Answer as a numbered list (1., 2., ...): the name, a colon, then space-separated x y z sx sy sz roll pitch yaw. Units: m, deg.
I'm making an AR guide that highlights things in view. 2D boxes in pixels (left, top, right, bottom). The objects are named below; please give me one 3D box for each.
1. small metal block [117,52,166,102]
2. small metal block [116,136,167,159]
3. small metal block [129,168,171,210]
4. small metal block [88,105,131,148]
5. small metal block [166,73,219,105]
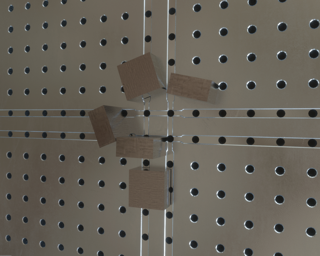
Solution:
1. small metal block: -0.025 -0.068 0.422 0.050 0.025 0.050 -19 84 19
2. small metal block: -0.023 0.024 0.408 0.050 0.050 0.025 2 91 20
3. small metal block: -0.014 0.081 0.418 0.050 0.025 0.050 1 90 20
4. small metal block: -0.067 -0.002 0.423 0.025 0.050 0.050 -22 83 19
5. small metal block: 0.042 -0.048 0.385 0.050 0.050 0.025 14 95 19
